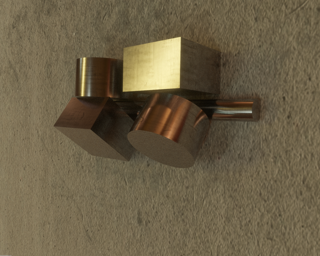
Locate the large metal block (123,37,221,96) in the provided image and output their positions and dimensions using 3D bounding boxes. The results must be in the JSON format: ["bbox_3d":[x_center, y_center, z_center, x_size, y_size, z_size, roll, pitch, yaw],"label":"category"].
[{"bbox_3d":[0.015,-0.065,0.358,0.080,0.081,0.050,2,92,40],"label":"large metal block"}]

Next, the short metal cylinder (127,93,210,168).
[{"bbox_3d":[0.010,0.004,0.354,0.080,0.080,0.050,2,57,40],"label":"short metal cylinder"}]

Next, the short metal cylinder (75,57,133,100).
[{"bbox_3d":[-0.077,-0.067,0.434,0.080,0.081,0.050,5,93,40],"label":"short metal cylinder"}]

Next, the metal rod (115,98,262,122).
[{"bbox_3d":[-0.014,-0.025,0.420,0.300,0.025,0.025,3,92,39],"label":"metal rod"}]

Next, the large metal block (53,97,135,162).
[{"bbox_3d":[-0.084,0.001,0.432,0.080,0.080,0.050,4,58,39],"label":"large metal block"}]
